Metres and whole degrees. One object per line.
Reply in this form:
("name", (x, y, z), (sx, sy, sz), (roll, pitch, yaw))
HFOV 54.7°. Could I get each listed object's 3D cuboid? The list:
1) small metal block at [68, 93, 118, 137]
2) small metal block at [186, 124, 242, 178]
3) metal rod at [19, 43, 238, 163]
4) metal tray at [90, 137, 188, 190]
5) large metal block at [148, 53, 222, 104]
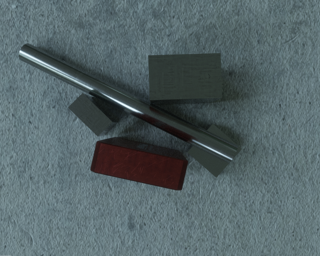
("small metal block", (-0.084, -0.016, 0.397), (0.050, 0.050, 0.025), (44, 90, -1))
("small metal block", (0.071, 0.029, 0.413), (0.050, 0.025, 0.050), (41, 90, -1))
("metal rod", (-0.043, -0.034, 0.397), (0.301, 0.025, 0.025), (26, 90, 5))
("metal tray", (-0.020, 0.036, 0.359), (0.091, 0.130, 0.030), (12, 90, 0))
("large metal block", (0.028, -0.057, 0.383), (0.081, 0.080, 0.050), (-2, 90, -1))
